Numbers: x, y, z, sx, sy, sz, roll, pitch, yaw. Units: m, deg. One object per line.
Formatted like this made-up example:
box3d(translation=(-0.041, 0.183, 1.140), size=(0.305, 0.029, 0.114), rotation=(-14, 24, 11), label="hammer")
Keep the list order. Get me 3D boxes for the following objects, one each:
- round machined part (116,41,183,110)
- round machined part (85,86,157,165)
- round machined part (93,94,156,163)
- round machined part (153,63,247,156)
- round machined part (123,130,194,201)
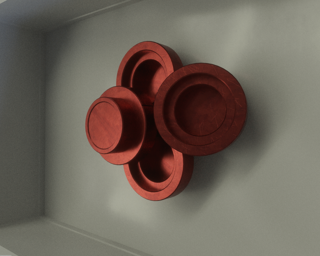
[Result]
box3d(translation=(-0.008, -0.058, 0.398), size=(0.098, 0.042, 0.097), rotation=(0, 90, 39), label="round machined part")
box3d(translation=(-0.054, -0.003, 0.379), size=(0.098, 0.042, 0.097), rotation=(0, 90, 39), label="round machined part")
box3d(translation=(-0.056, 0.000, 0.435), size=(0.098, 0.042, 0.097), rotation=(0, 90, 39), label="round machined part")
box3d(translation=(0.046, -0.019, 0.340), size=(0.098, 0.042, 0.097), rotation=(-1, 87, 19), label="round machined part")
box3d(translation=(0.002, 0.039, 0.390), size=(0.098, 0.042, 0.097), rotation=(0, 90, 39), label="round machined part")
